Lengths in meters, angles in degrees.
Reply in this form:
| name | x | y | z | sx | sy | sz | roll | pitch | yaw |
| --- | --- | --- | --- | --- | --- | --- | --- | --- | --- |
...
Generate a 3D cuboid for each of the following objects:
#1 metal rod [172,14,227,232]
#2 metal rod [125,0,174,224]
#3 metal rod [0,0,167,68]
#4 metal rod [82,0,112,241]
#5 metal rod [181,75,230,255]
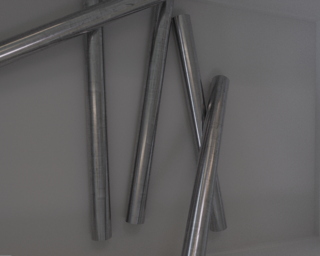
| name | x | y | z | sx | sy | sz | roll | pitch | yaw |
| --- | --- | --- | --- | --- | --- | --- | --- | --- | --- |
| metal rod | 0.056 | -0.004 | 0.430 | 0.025 | 0.025 | 0.298 | -12 | 94 | -20 |
| metal rod | -0.013 | -0.028 | 0.405 | 0.025 | 0.025 | 0.298 | 9 | 87 | -20 |
| metal rod | -0.116 | -0.107 | 0.346 | 0.302 | 0.025 | 0.025 | -26 | 99 | -10 |
| metal rod | -0.078 | -0.014 | 0.381 | 0.025 | 0.025 | 0.298 | -2 | 91 | -20 |
| metal rod | 0.054 | 0.057 | 0.367 | 0.025 | 0.025 | 0.300 | 26 | 57 | -18 |
